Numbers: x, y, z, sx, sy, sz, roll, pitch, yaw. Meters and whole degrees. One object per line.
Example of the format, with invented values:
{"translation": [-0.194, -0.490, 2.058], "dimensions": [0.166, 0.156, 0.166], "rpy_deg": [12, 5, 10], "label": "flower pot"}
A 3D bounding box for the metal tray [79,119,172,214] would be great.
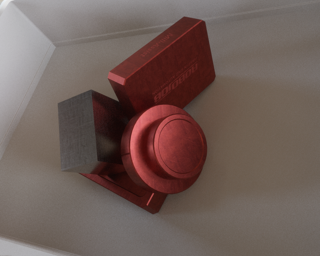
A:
{"translation": [-0.039, 0.040, 0.394], "dimensions": [0.130, 0.030, 0.090], "rpy_deg": [19, 71, 35], "label": "metal tray"}

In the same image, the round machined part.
{"translation": [0.011, 0.021, 0.332], "dimensions": [0.042, 0.098, 0.098], "rpy_deg": [-17, 49, 56], "label": "round machined part"}

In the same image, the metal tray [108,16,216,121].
{"translation": [0.009, -0.062, 0.374], "dimensions": [0.131, 0.090, 0.030], "rpy_deg": [-42, 46, -21], "label": "metal tray"}

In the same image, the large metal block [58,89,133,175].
{"translation": [-0.071, 0.010, 0.368], "dimensions": [0.050, 0.080, 0.080], "rpy_deg": [-17, 71, 25], "label": "large metal block"}

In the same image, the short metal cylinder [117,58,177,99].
{"translation": [-0.014, -0.067, 0.416], "dimensions": [0.080, 0.050, 0.080], "rpy_deg": [-24, 28, 14], "label": "short metal cylinder"}
